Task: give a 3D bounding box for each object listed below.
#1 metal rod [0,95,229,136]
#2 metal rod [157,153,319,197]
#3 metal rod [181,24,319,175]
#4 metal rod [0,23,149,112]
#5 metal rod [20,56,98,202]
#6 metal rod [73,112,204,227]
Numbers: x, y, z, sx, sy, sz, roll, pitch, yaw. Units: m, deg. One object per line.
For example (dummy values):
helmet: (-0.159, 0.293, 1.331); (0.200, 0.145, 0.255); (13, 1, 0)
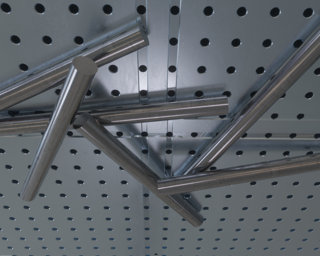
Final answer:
metal rod: (-0.066, -0.015, 0.398); (0.301, 0.025, 0.025); (-5, 130, 4)
metal rod: (0.146, 0.061, 0.443); (0.302, 0.025, 0.025); (-9, 130, -1)
metal rod: (0.106, -0.006, 0.406); (0.025, 0.025, 0.298); (24, 126, -19)
metal rod: (-0.153, -0.050, 0.367); (0.300, 0.025, 0.025); (-20, 127, 16)
metal rod: (-0.143, 0.023, 0.400); (0.025, 0.025, 0.298); (22, 136, -18)
metal rod: (-0.013, 0.078, 0.458); (0.025, 0.025, 0.300); (-26, 131, 20)
